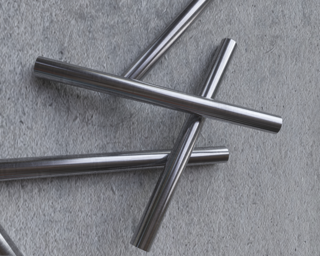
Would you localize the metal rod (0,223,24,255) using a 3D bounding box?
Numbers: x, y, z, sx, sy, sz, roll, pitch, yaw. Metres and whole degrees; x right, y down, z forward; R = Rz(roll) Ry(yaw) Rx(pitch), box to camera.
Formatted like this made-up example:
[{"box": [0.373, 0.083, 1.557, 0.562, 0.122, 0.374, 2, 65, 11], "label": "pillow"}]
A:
[{"box": [-0.187, 0.113, 0.340, 0.025, 0.025, 0.299, -33, 101, -17], "label": "metal rod"}]

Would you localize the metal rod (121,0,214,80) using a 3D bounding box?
[{"box": [0.052, -0.169, 0.427, 0.025, 0.025, 0.300, 44, 76, -15], "label": "metal rod"}]

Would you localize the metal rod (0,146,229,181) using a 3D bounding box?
[{"box": [-0.050, 0.042, 0.390, 0.303, 0.025, 0.025, -2, 91, -20], "label": "metal rod"}]

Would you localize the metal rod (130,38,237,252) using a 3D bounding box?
[{"box": [0.038, 0.008, 0.400, 0.025, 0.025, 0.300, 31, 71, -17], "label": "metal rod"}]

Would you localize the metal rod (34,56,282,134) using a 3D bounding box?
[{"box": [0.004, -0.038, 0.378, 0.302, 0.025, 0.025, 13, 86, -8], "label": "metal rod"}]
